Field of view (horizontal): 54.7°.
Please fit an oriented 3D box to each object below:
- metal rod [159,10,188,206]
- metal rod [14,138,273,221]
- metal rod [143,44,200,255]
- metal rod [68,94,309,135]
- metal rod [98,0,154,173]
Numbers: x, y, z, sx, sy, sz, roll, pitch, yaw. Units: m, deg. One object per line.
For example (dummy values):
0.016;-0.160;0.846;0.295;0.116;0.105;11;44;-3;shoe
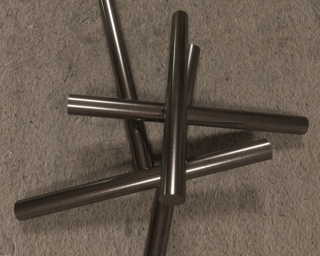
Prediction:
0.021;-0.051;0.378;0.025;0.025;0.300;4;52;1;metal rod
-0.022;0.061;0.362;0.302;0.025;0.025;-14;71;3;metal rod
0.019;0.024;0.399;0.025;0.025;0.299;10;70;3;metal rod
0.042;-0.016;0.389;0.302;0.025;0.025;5;70;-9;metal rod
-0.052;-0.077;0.435;0.025;0.025;0.299;-13;71;-5;metal rod
